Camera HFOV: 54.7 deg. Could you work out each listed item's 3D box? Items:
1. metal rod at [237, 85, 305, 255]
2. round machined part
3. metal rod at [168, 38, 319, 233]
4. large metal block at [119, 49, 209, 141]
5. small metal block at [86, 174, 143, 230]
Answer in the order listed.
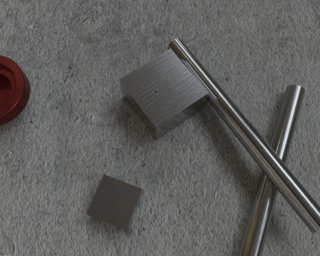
[{"bbox_3d":[0.132,0.077,0.381,0.025,0.025,0.300,21,71,7],"label":"metal rod"},{"bbox_3d":[-0.223,-0.045,0.413,0.099,0.042,0.098,0,70,-1],"label":"round machined part"},{"bbox_3d":[0.098,-0.007,0.393,0.025,0.025,0.299,-29,66,-10],"label":"metal rod"},{"bbox_3d":[0.004,-0.044,0.411,0.080,0.050,0.080,-34,74,-12],"label":"large metal block"},{"bbox_3d":[-0.053,0.090,0.375,0.050,0.025,0.050,20,71,6],"label":"small metal block"}]
